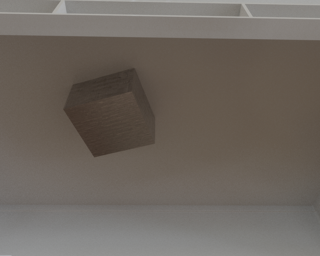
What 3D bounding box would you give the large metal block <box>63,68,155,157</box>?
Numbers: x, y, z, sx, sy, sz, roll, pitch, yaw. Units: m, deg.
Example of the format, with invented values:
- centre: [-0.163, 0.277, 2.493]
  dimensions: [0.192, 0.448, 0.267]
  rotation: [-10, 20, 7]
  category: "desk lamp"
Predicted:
- centre: [-0.056, -0.017, 0.377]
  dimensions: [0.080, 0.050, 0.080]
  rotation: [-13, 129, 10]
  category: "large metal block"
